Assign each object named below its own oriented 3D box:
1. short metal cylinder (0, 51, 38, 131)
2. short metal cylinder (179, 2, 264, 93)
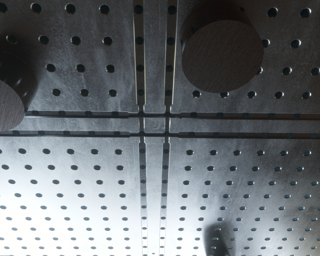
[{"bbox_3d":[-0.190,-0.042,0.356,0.081,0.050,0.079,-1,131,0],"label":"short metal cylinder"},{"bbox_3d":[0.062,-0.084,0.325,0.081,0.050,0.079,0,130,0],"label":"short metal cylinder"}]
